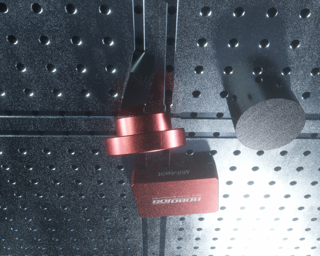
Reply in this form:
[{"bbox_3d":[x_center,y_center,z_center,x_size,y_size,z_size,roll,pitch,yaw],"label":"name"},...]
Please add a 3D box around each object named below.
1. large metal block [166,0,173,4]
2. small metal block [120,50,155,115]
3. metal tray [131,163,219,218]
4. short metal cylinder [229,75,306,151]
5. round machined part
[{"bbox_3d":[0.013,-0.167,0.254,0.080,0.050,0.080,-32,124,24],"label":"large metal block"},{"bbox_3d":[-0.025,-0.052,0.351,0.025,0.050,0.050,13,129,-11],"label":"small metal block"},{"bbox_3d":[0.026,0.102,0.496,0.131,0.030,0.089,-5,130,4],"label":"metal tray"},{"bbox_3d":[0.129,-0.018,0.382,0.081,0.050,0.079,0,130,0],"label":"short metal cylinder"},{"bbox_3d":[-0.019,0.006,0.382,0.099,0.098,0.042,-8,90,6],"label":"round machined part"}]
